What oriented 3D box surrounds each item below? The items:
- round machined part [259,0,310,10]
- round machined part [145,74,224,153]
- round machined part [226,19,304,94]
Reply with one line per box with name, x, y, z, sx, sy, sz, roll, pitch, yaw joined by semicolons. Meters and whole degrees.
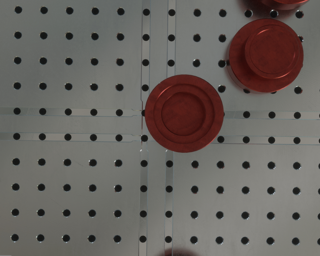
round machined part;0.163;-0.203;0.406;0.099;0.042;0.097;0;90;0
round machined part;0.030;-0.018;0.405;0.099;0.042;0.097;0;90;0
round machined part;0.140;-0.095;0.406;0.099;0.042;0.097;0;90;0
